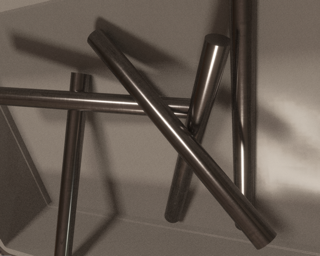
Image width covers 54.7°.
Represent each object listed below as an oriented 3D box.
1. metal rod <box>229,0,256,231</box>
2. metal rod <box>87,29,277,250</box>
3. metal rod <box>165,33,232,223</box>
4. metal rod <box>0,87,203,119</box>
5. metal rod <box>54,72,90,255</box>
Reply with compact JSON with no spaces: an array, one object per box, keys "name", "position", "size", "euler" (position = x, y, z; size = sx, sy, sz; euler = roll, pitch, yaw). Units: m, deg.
[{"name":"metal rod","position":[0.097,0.003,0.359],"size":[0.025,0.025,0.298],"euler":[6,121,25]},{"name":"metal rod","position":[0.013,0.000,0.343],"size":[0.300,0.025,0.025],"euler":[51,130,14]},{"name":"metal rod","position":[0.036,0.028,0.381],"size":[0.025,0.025,0.298],"euler":[22,134,14]},{"name":"metal rod","position":[-0.096,-0.034,0.396],"size":[0.301,0.025,0.025],"euler":[5,121,11]},{"name":"metal rod","position":[-0.128,0.072,0.442],"size":[0.025,0.025,0.298],"euler":[11,99,22]}]
